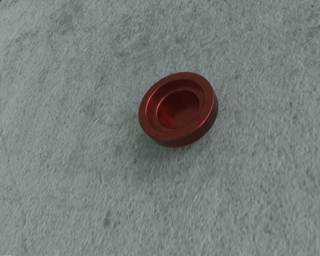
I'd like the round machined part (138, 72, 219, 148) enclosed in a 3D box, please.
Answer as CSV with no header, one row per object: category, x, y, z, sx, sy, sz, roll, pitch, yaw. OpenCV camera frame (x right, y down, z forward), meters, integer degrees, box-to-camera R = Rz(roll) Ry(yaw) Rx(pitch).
round machined part,0.026,-0.019,0.390,0.098,0.042,0.098,-13,56,20
